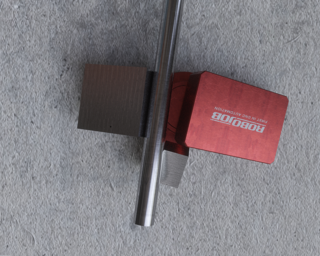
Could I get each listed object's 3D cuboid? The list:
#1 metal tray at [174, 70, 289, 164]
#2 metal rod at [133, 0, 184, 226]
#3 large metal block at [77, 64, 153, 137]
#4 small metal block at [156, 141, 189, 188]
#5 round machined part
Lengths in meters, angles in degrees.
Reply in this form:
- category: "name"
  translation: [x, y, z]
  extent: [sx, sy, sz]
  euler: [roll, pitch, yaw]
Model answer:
- category: "metal tray"
  translation: [0.091, -0.011, 0.387]
  extent: [0.131, 0.030, 0.089]
  euler: [13, 91, -21]
- category: "metal rod"
  translation: [0.001, -0.036, 0.369]
  extent: [0.025, 0.025, 0.298]
  euler: [8, 88, 0]
- category: "large metal block"
  translation: [-0.050, -0.033, 0.387]
  extent: [0.080, 0.050, 0.080]
  euler: [7, 90, 18]
- category: "small metal block"
  translation: [0.007, 0.045, 0.401]
  extent: [0.050, 0.025, 0.050]
  euler: [16, 116, 0]
- category: "round machined part"
  translation: [0.031, -0.025, 0.403]
  extent: [0.099, 0.042, 0.097]
  euler: [0, 90, 0]
